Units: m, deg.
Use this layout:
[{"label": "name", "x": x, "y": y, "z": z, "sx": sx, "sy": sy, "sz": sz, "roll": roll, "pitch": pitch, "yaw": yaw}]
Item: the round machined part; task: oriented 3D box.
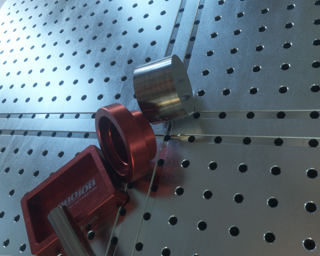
[{"label": "round machined part", "x": -0.040, "y": 0.016, "z": 0.385, "sx": 0.042, "sy": 0.097, "sz": 0.098, "roll": -21, "pitch": 44, "yaw": -29}]

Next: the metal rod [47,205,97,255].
[{"label": "metal rod", "x": -0.032, "y": 0.190, "z": 0.287, "sx": 0.025, "sy": 0.025, "sz": 0.300, "roll": -44, "pitch": 57, "yaw": -2}]

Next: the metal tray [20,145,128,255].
[{"label": "metal tray", "x": -0.116, "y": 0.094, "z": 0.408, "sx": 0.130, "sy": 0.030, "sz": 0.090, "roll": -38, "pitch": 51, "yaw": 3}]

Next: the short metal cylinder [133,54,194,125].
[{"label": "short metal cylinder", "x": 0.007, "y": -0.048, "z": 0.399, "sx": 0.050, "sy": 0.080, "sz": 0.080, "roll": -14, "pitch": 56, "yaw": 20}]
